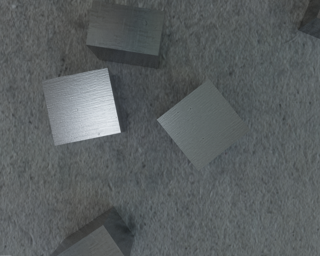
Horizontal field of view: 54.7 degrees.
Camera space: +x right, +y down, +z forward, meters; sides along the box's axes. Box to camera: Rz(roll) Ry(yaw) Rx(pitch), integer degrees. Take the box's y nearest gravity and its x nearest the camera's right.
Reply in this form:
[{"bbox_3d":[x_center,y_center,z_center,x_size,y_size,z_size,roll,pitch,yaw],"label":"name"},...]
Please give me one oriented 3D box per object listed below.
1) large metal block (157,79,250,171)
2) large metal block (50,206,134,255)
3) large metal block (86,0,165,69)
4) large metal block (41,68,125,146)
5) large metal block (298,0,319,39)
[{"bbox_3d":[0.053,-0.004,0.398,0.080,0.050,0.080,-38,91,0],"label":"large metal block"},{"bbox_3d":[-0.082,0.150,0.382,0.080,0.080,0.050,-34,90,0],"label":"large metal block"},{"bbox_3d":[-0.038,-0.111,0.382,0.081,0.080,0.050,9,90,-1],"label":"large metal block"},{"bbox_3d":[-0.095,-0.026,0.396,0.080,0.050,0.080,-11,90,-1],"label":"large metal block"},{"bbox_3d":[0.242,-0.156,0.401,0.080,0.050,0.080,22,90,-1],"label":"large metal block"}]
